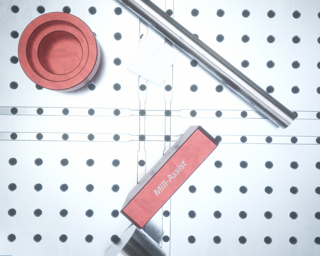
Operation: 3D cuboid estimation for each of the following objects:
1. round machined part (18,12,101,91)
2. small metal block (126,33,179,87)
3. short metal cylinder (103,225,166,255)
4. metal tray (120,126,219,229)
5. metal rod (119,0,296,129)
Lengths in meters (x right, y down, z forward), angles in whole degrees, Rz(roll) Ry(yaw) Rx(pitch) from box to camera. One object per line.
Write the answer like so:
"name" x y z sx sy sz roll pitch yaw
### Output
"round machined part" -0.127 -0.096 0.403 0.099 0.042 0.097 0 90 -1
"small metal block" -0.010 -0.089 0.413 0.050 0.025 0.050 28 90 -1
"short metal cylinder" -0.038 0.168 0.386 0.050 0.080 0.080 43 90 -1
"metal tray" 0.011 0.054 0.381 0.030 0.090 0.130 43 90 0
"metal rod" 0.055 -0.101 0.414 0.300 0.025 0.025 38 90 -1
